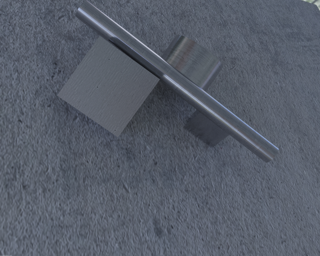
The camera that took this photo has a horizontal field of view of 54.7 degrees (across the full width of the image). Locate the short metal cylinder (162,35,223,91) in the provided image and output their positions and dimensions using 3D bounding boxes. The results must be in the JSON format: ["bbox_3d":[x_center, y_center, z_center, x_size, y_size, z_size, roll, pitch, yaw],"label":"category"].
[{"bbox_3d":[0.041,-0.087,0.439,0.080,0.080,0.050,34,93,-7],"label":"short metal cylinder"}]

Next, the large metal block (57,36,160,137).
[{"bbox_3d":[-0.058,-0.047,0.365,0.080,0.050,0.080,35,91,-6],"label":"large metal block"}]

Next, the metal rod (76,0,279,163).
[{"bbox_3d":[0.025,-0.056,0.390,0.301,0.025,0.025,37,51,-4],"label":"metal rod"}]

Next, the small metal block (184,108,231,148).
[{"bbox_3d":[0.070,-0.006,0.429,0.050,0.050,0.025,35,51,-5],"label":"small metal block"}]

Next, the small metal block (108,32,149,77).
[{"bbox_3d":[-0.048,-0.096,0.424,0.025,0.050,0.050,44,51,1],"label":"small metal block"}]
